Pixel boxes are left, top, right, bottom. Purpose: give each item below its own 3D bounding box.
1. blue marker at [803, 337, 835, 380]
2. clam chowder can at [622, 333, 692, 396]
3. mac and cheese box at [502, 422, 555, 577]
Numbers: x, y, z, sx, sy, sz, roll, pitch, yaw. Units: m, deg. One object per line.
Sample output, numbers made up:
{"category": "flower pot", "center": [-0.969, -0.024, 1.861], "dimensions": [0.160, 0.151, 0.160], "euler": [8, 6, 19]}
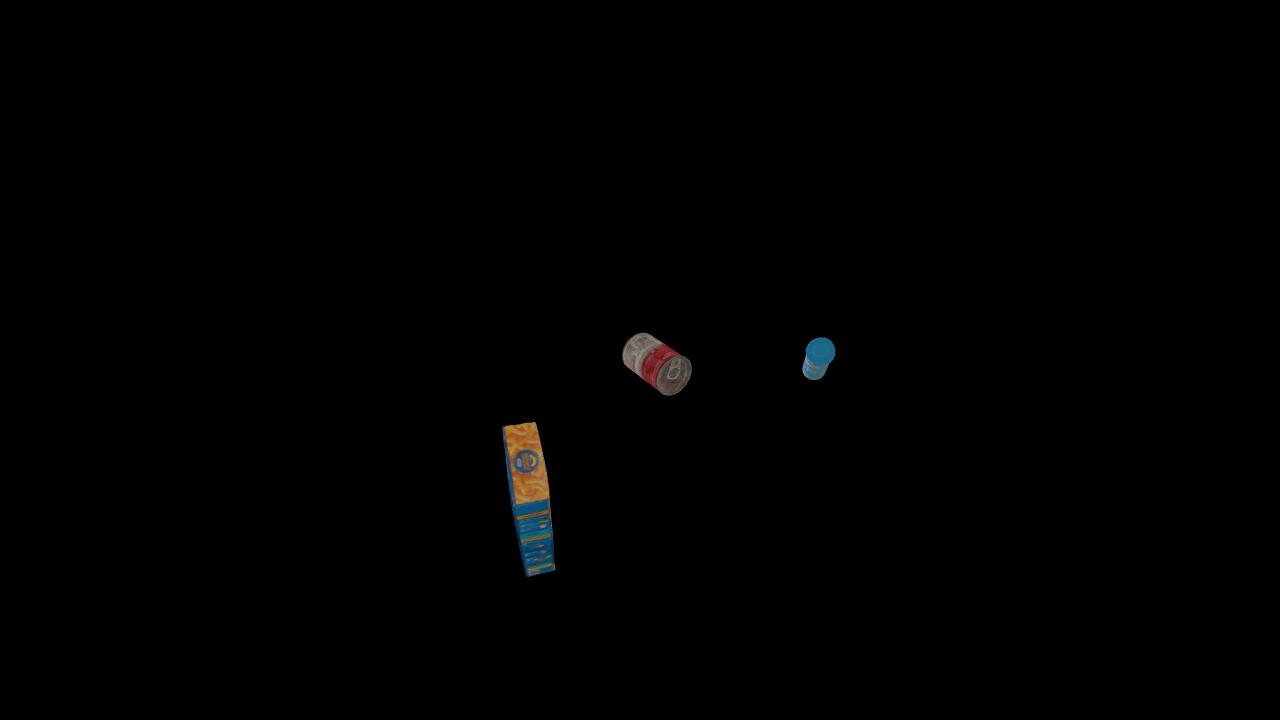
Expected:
{"category": "blue marker", "center": [0.131, 0.001, 0.454], "dimensions": [0.020, 0.020, 0.121], "euler": [0, -7, 14]}
{"category": "clam chowder can", "center": [0.025, 0.005, 0.980], "dimensions": [0.068, 0.068, 0.102], "euler": [0, 24, -39]}
{"category": "mac and cheese box", "center": [-0.120, 0.158, 0.676], "dimensions": [0.041, 0.093, 0.184], "euler": [-8, -38, -12]}
